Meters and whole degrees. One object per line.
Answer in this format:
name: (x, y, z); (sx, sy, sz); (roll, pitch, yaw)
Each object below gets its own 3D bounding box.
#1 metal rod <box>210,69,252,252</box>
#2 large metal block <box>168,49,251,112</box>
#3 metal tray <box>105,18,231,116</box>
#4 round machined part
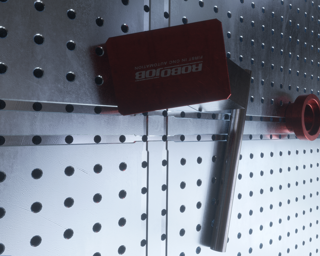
metal rod: (0.119, 0.048, 0.511); (0.025, 0.025, 0.299); (18, 79, -39)
large metal block: (0.065, -0.062, 0.430); (0.080, 0.080, 0.050); (23, 74, -38)
metal tray: (0.010, -0.069, 0.363); (0.131, 0.030, 0.089); (-9, 99, 4)
round machined part: (0.302, -0.022, 0.655); (0.099, 0.042, 0.097); (-1, 91, -40)
